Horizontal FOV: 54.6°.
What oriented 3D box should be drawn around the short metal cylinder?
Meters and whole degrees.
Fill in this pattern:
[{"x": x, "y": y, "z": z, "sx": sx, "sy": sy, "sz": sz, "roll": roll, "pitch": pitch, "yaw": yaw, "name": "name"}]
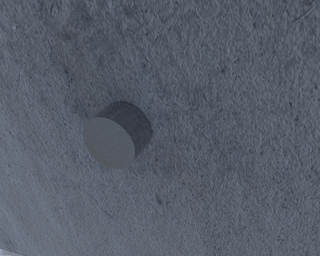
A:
[{"x": -0.058, "y": 0.009, "z": 0.428, "sx": 0.080, "sy": 0.050, "sz": 0.080, "roll": 13, "pitch": 124, "yaw": 21, "name": "short metal cylinder"}]
